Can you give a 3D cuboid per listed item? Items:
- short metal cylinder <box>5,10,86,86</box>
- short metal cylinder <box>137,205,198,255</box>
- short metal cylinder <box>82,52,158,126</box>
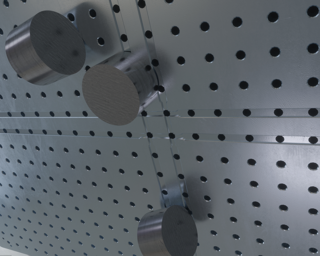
[{"bbox_3d":[-0.142,-0.099,0.389,0.050,0.080,0.080,-13,112,34],"label":"short metal cylinder"},{"bbox_3d":[0.012,0.162,0.469,0.050,0.080,0.080,-27,104,37],"label":"short metal cylinder"},{"bbox_3d":[-0.050,-0.050,0.390,0.080,0.050,0.079,13,124,21],"label":"short metal cylinder"}]
